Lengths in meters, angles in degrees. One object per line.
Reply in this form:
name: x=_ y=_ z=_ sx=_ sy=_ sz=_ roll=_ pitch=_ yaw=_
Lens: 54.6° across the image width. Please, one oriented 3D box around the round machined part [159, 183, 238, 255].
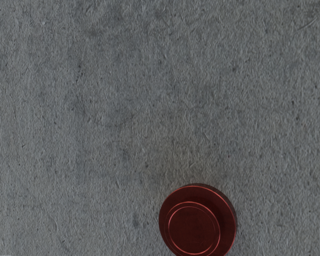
round machined part: x=0.044 y=0.121 z=0.385 sx=0.098 sy=0.042 sz=0.097 roll=0 pitch=90 yaw=20
